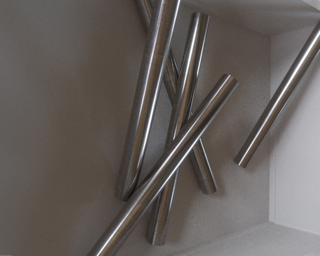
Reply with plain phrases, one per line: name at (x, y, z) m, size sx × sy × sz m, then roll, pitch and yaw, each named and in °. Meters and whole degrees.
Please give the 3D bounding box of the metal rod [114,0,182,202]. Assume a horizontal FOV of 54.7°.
metal rod at (-0.009, -0.054, 0.320) m, size 0.025 × 0.025 × 0.298 m, roll -5°, pitch 118°, yaw -40°

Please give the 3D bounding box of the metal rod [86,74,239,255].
metal rod at (0.002, 0.053, 0.365) m, size 0.025 × 0.025 × 0.300 m, roll 46°, pitch 74°, yaw -30°

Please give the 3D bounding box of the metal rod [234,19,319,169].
metal rod at (0.206, -0.067, 0.497) m, size 0.025 × 0.025 × 0.299 m, roll 21°, pitch 103°, yaw -38°

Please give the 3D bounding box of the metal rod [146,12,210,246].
metal rod at (0.023, 0.002, 0.401) m, size 0.025 × 0.025 × 0.298 m, roll 11°, pitch 90°, yaw -40°

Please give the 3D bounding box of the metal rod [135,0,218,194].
metal rod at (0.026, -0.041, 0.428) m, size 0.025 × 0.025 × 0.298 m, roll -32°, pitch 110°, yaw -35°
